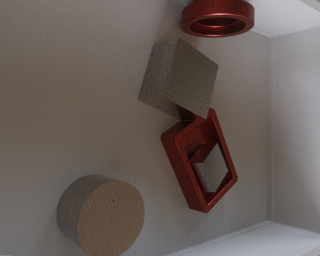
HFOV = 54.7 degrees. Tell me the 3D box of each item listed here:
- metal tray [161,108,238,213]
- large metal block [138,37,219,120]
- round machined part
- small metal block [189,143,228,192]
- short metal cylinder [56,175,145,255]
[{"bbox_3d":[0.062,0.047,0.457,0.091,0.030,0.129,-35,112,-35],"label":"metal tray"},{"bbox_3d":[0.026,-0.062,0.414,0.080,0.050,0.080,24,75,-38],"label":"large metal block"},{"bbox_3d":[0.079,-0.160,0.428,0.099,0.098,0.042,1,90,-40],"label":"round machined part"},{"bbox_3d":[0.070,0.056,0.445,0.050,0.025,0.050,-44,118,-44],"label":"small metal block"},{"bbox_3d":[-0.064,0.094,0.339,0.081,0.050,0.079,0,90,-40],"label":"short metal cylinder"}]
